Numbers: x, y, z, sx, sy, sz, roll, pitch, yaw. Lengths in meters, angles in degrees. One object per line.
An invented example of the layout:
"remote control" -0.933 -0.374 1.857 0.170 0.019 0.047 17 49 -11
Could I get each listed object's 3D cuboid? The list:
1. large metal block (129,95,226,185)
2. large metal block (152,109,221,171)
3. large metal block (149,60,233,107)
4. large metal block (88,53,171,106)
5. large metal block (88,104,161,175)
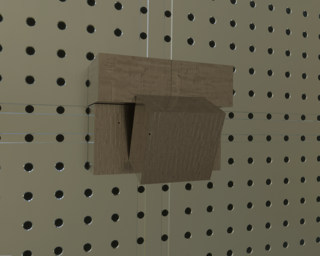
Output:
"large metal block" 0.015 0.011 0.335 0.081 0.050 0.079 0 114 -21
"large metal block" 0.032 0.014 0.410 0.081 0.050 0.079 1 90 -21
"large metal block" 0.037 -0.051 0.397 0.081 0.080 0.050 1 90 -20
"large metal block" -0.039 -0.052 0.368 0.081 0.080 0.050 1 90 -20
"large metal block" -0.044 0.013 0.382 0.081 0.050 0.079 1 90 -21
